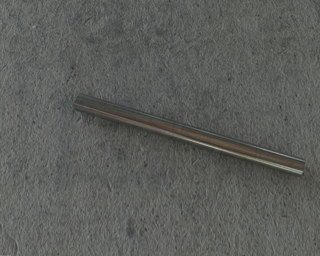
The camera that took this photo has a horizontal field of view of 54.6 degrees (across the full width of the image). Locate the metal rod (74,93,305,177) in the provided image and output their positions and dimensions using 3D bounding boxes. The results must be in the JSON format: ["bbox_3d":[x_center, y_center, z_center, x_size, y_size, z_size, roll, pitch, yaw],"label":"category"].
[{"bbox_3d":[0.033,0.008,0.405,0.301,0.025,0.025,17,71,6],"label":"metal rod"}]
